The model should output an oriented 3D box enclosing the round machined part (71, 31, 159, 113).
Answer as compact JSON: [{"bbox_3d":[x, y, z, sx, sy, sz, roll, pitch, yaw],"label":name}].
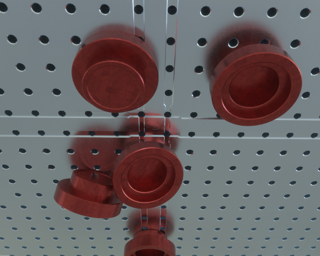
[{"bbox_3d":[-0.051,-0.056,0.352,0.099,0.042,0.097,-1,130,0],"label":"round machined part"}]

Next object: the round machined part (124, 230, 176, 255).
[{"bbox_3d":[-0.019,0.233,0.599,0.099,0.042,0.097,-1,130,0],"label":"round machined part"}]

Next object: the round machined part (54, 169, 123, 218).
[{"bbox_3d":[-0.099,0.091,0.453,0.099,0.098,0.042,17,93,-14],"label":"round machined part"}]

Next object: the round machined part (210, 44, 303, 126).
[{"bbox_3d":[0.106,-0.052,0.358,0.099,0.042,0.097,-1,130,0],"label":"round machined part"}]

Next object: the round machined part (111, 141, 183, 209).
[{"bbox_3d":[-0.020,0.062,0.439,0.099,0.042,0.097,-6,114,-13],"label":"round machined part"}]
